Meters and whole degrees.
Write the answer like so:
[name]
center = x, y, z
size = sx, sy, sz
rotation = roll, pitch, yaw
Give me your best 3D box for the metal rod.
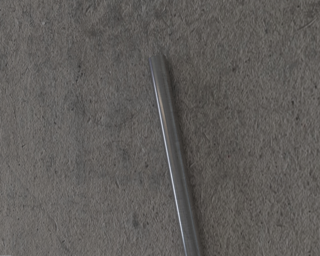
[metal rod]
center = 0.023, 0.054, 0.401
size = 0.025, 0.025, 0.299
rotation = -12, 86, 20
